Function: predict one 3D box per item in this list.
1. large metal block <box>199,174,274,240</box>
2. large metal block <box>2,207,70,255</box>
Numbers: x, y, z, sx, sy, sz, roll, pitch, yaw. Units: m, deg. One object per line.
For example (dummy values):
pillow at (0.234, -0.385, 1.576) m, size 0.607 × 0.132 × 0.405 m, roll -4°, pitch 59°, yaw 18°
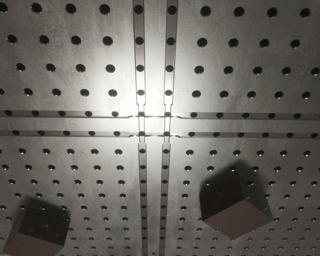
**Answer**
large metal block at (0.124, 0.131, 0.509) m, size 0.080 × 0.050 × 0.080 m, roll 37°, pitch 121°, yaw -27°
large metal block at (-0.222, 0.196, 0.559) m, size 0.080 × 0.050 × 0.080 m, roll 29°, pitch 124°, yaw -23°
